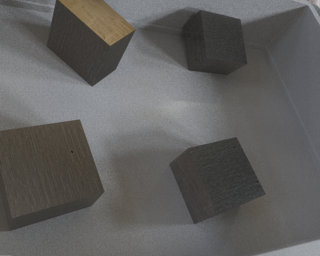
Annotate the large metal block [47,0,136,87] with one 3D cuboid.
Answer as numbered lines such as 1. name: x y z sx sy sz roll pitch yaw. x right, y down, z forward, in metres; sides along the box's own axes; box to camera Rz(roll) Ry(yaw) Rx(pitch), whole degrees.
1. large metal block: -0.089 -0.114 0.392 0.080 0.080 0.050 42 51 0

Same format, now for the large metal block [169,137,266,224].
1. large metal block: 0.070 0.064 0.388 0.081 0.050 0.080 -10 67 -32

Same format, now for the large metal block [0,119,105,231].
1. large metal block: -0.111 0.044 0.303 0.081 0.050 0.080 -11 67 -33

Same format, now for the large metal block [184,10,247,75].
1. large metal block: 0.090 -0.137 0.509 0.081 0.050 0.080 1 77 -28
